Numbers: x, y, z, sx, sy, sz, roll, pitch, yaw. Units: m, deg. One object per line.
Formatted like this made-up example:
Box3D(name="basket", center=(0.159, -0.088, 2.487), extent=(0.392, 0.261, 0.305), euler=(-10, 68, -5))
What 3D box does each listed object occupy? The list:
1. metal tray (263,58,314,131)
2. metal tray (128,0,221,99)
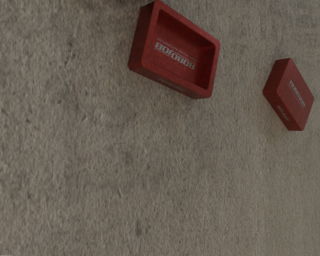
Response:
Box3D(name="metal tray", center=(0.263, -0.065, 0.626), extent=(0.130, 0.030, 0.090), euler=(43, 64, -32))
Box3D(name="metal tray", center=(0.025, -0.101, 0.424), extent=(0.131, 0.030, 0.090), euler=(19, 78, -39))
